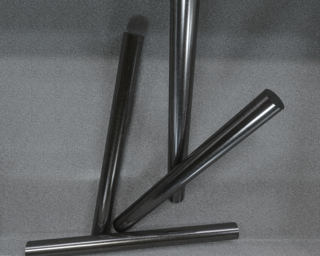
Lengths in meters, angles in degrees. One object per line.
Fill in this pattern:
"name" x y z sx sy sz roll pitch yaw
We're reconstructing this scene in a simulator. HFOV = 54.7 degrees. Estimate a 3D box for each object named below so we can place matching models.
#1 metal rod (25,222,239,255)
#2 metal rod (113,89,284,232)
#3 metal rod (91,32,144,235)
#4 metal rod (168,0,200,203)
"metal rod" -0.034 0.163 0.450 0.302 0.025 0.025 -3 110 -8
"metal rod" 0.024 0.060 0.379 0.025 0.025 0.298 35 127 -12
"metal rod" -0.061 0.025 0.419 0.025 0.025 0.298 11 110 -5
"metal rod" 0.022 -0.011 0.349 0.025 0.025 0.298 -1 133 0
